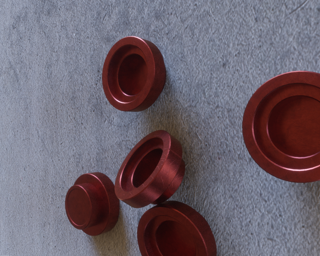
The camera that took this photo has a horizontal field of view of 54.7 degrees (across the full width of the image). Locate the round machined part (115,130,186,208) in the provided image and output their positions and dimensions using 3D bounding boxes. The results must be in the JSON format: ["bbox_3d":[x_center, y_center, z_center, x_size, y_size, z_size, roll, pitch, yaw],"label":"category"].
[{"bbox_3d":[-0.008,0.054,0.379,0.098,0.042,0.098,-39,27,25],"label":"round machined part"}]

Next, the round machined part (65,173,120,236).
[{"bbox_3d":[-0.112,0.121,0.487,0.098,0.042,0.097,0,90,40],"label":"round machined part"}]

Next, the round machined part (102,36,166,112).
[{"bbox_3d":[-0.030,-0.070,0.419,0.098,0.042,0.097,0,90,40],"label":"round machined part"}]

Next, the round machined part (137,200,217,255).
[{"bbox_3d":[0.023,0.133,0.369,0.098,0.042,0.097,7,102,35],"label":"round machined part"}]

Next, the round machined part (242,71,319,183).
[{"bbox_3d":[0.131,-0.001,0.286,0.098,0.042,0.097,0,90,40],"label":"round machined part"}]
